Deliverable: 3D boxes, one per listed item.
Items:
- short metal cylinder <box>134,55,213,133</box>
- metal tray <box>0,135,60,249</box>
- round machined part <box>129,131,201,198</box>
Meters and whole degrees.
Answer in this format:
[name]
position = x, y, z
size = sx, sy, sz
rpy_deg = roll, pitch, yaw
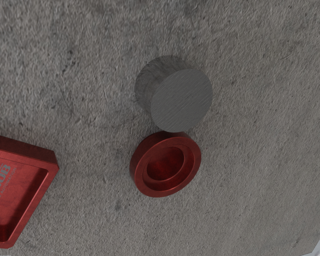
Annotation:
[short metal cylinder]
position = 0.016, -0.041, 0.374
size = 0.081, 0.050, 0.079
rpy_deg = -14, 124, -21
[metal tray]
position = -0.185, 0.074, 0.348
size = 0.090, 0.030, 0.129
rpy_deg = 24, 105, -37
[round machined part]
position = 0.004, 0.044, 0.426
size = 0.099, 0.042, 0.097
rpy_deg = -14, 124, -21
